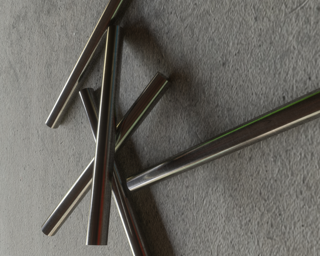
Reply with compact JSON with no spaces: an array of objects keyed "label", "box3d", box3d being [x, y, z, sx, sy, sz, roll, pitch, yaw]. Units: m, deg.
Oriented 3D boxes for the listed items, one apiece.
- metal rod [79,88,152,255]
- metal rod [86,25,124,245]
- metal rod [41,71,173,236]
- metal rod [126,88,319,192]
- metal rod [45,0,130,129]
[{"label":"metal rod","box3d":[-0.066,0.073,0.459,0.025,0.025,0.299,-35,69,34]},{"label":"metal rod","box3d":[-0.070,-0.004,0.411,0.025,0.025,0.299,-15,65,39]},{"label":"metal rod","box3d":[-0.083,0.046,0.441,0.299,0.025,0.025,-51,60,16]},{"label":"metal rod","box3d":[0.069,0.020,0.348,0.299,0.025,0.025,-29,72,36]},{"label":"metal rod","box3d":[-0.117,-0.113,0.501,0.025,0.025,0.298,52,120,27]}]
